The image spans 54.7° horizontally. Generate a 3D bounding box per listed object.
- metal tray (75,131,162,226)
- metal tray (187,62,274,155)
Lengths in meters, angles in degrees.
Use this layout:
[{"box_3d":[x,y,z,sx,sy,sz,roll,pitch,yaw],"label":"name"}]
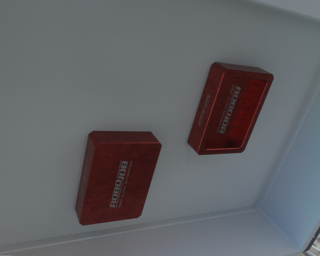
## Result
[{"box_3d":[-0.058,0.068,0.417,0.091,0.030,0.129,1,118,-30],"label":"metal tray"},{"box_3d":[0.100,-0.024,0.447,0.091,0.030,0.129,0,119,-29],"label":"metal tray"}]
